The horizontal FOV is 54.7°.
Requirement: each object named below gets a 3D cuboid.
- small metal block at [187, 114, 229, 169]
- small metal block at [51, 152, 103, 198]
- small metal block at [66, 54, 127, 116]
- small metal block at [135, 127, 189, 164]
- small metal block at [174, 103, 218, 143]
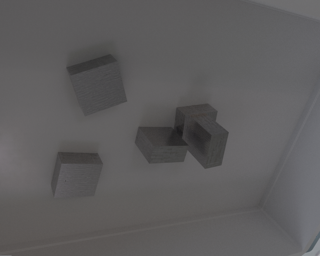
[{"bbox_3d":[0.060,0.017,0.403,0.025,0.050,0.050,-9,122,-24],"label":"small metal block"},{"bbox_3d":[-0.104,0.059,0.388,0.050,0.025,0.050,5,116,-31],"label":"small metal block"},{"bbox_3d":[-0.069,-0.047,0.342,0.050,0.025,0.050,-21,127,-16],"label":"small metal block"},{"bbox_3d":[0.001,0.021,0.406,0.050,0.050,0.025,0,118,-29],"label":"small metal block"},{"bbox_3d":[0.048,-0.004,0.432,0.050,0.025,0.050,-9,122,-24],"label":"small metal block"}]
